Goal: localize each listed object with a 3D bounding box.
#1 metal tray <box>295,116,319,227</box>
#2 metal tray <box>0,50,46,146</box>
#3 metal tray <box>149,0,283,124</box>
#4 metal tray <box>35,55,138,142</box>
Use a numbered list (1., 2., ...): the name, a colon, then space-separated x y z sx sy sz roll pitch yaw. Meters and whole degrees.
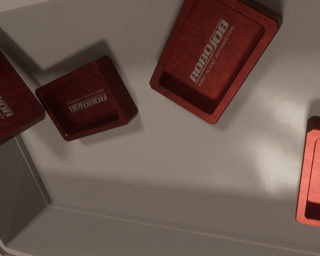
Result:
1. metal tray: 0.201 0.054 0.333 0.090 0.030 0.129 7 122 24
2. metal tray: -0.240 -0.047 0.442 0.130 0.090 0.030 53 159 0
3. metal tray: 0.053 -0.077 0.328 0.090 0.030 0.129 32 128 6
4. metal tray: -0.105 -0.036 0.436 0.130 0.030 0.090 -15 111 33
